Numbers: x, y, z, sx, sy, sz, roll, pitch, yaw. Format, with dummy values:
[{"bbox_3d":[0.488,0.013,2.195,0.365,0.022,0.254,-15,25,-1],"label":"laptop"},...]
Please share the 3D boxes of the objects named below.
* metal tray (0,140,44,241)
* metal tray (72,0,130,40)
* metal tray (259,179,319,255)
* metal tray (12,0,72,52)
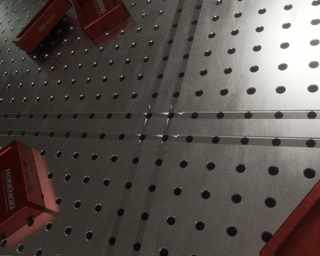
[{"bbox_3d":[-0.231,0.091,0.467,0.090,0.030,0.130,-35,51,4],"label":"metal tray"},{"bbox_3d":[-0.120,-0.242,0.613,0.090,0.030,0.130,-31,52,8],"label":"metal tray"},{"bbox_3d":[0.162,0.094,0.262,0.130,0.030,0.090,-47,52,-6],"label":"metal tray"},{"bbox_3d":[-0.249,-0.219,0.649,0.130,0.030,0.090,-54,35,-11],"label":"metal tray"}]
